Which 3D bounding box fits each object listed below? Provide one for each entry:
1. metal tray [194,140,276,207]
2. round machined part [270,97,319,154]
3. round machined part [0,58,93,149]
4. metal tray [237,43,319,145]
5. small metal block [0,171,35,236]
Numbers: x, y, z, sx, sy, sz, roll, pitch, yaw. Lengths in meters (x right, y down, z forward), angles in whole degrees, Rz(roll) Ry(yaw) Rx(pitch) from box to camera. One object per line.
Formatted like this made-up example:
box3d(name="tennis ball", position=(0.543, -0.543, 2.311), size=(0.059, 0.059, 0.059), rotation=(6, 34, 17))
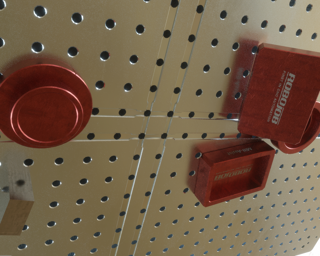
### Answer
box3d(name="metal tray", position=(0.127, 0.076, 0.523), size=(0.131, 0.030, 0.089), rotation=(-10, 123, -23))
box3d(name="round machined part", position=(0.222, -0.009, 0.515), size=(0.099, 0.042, 0.097), rotation=(-14, 124, -21))
box3d(name="round machined part", position=(-0.119, -0.019, 0.323), size=(0.099, 0.042, 0.097), rotation=(-14, 124, -21))
box3d(name="metal tray", position=(0.170, -0.047, 0.439), size=(0.090, 0.030, 0.129), rotation=(12, 118, 8))
box3d(name="small metal block", position=(-0.168, 0.086, 0.356), size=(0.025, 0.050, 0.050), rotation=(16, 110, -35))
